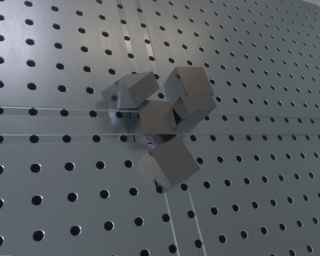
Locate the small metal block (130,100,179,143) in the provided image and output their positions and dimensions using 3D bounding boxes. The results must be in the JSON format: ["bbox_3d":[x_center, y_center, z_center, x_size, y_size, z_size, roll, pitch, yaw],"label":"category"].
[{"bbox_3d":[-0.008,-0.009,0.408,0.050,0.025,0.050,2,61,-27],"label":"small metal block"}]

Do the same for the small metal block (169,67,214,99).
[{"bbox_3d":[0.048,-0.066,0.473,0.050,0.025,0.050,-6,65,-31],"label":"small metal block"}]

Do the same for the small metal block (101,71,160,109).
[{"bbox_3d":[-0.038,-0.048,0.397,0.050,0.050,0.025,-44,122,-39],"label":"small metal block"}]

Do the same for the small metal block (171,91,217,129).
[{"bbox_3d":[0.041,-0.023,0.428,0.050,0.050,0.025,-14,70,-34],"label":"small metal block"}]

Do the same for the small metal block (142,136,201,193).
[{"bbox_3d":[0.014,0.045,0.388,0.050,0.025,0.050,-23,74,-36],"label":"small metal block"}]
